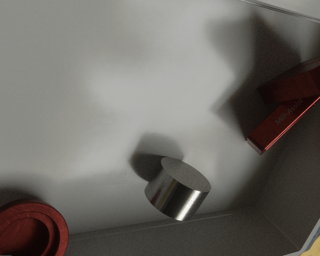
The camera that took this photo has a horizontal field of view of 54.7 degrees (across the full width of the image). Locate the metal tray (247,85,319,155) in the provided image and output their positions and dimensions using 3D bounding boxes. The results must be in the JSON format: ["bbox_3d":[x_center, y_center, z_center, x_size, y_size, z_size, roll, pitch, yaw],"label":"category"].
[{"bbox_3d":[0.191,-0.016,0.471,0.130,0.030,0.090,-45,163,5],"label":"metal tray"}]

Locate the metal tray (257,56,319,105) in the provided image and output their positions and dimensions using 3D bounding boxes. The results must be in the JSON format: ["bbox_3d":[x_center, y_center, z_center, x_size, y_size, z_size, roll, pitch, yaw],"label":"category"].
[{"bbox_3d":[0.202,-0.070,0.414,0.090,0.130,0.030,-29,93,-10],"label":"metal tray"}]

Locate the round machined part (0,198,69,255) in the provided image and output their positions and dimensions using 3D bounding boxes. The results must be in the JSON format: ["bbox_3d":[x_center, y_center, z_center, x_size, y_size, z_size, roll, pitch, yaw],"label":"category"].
[{"bbox_3d":[-0.166,0.134,0.374,0.099,0.042,0.097,-1,92,-33],"label":"round machined part"}]

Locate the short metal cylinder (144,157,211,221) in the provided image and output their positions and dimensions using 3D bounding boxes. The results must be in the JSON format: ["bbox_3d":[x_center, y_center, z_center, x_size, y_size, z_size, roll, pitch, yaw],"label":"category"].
[{"bbox_3d":[0.025,0.085,0.441,0.081,0.080,0.050,18,109,-36],"label":"short metal cylinder"}]
